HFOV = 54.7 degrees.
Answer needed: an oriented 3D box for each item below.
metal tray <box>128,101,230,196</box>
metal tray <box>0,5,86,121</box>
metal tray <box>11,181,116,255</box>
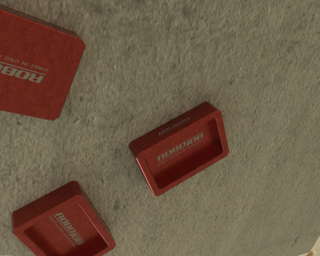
[{"bbox_3d":[0.031,0.031,0.441,0.131,0.030,0.090,-29,129,-11],"label":"metal tray"},{"bbox_3d":[-0.147,-0.064,0.284,0.131,0.030,0.089,13,112,-34],"label":"metal tray"},{"bbox_3d":[-0.126,0.142,0.423,0.090,0.030,0.129,-28,128,-11],"label":"metal tray"}]
